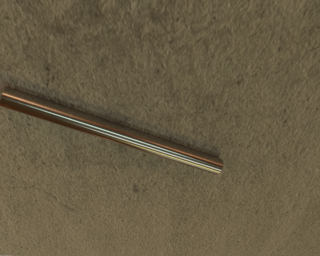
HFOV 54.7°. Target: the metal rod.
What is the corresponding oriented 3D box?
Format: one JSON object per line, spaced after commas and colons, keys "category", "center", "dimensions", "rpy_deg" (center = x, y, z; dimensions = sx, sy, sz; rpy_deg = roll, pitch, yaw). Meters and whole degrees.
{"category": "metal rod", "center": [-0.051, 0.010, 0.414], "dimensions": [0.302, 0.025, 0.025], "rpy_deg": [19, 127, -16]}
